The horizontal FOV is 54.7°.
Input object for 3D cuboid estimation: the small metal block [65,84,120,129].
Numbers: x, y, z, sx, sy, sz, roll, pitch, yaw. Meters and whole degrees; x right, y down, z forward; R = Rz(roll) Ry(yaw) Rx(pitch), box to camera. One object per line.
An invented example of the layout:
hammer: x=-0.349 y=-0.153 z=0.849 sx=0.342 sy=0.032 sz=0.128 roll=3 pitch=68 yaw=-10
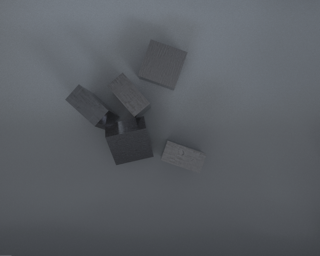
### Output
small metal block: x=-0.084 y=-0.025 z=0.394 sx=0.050 sy=0.050 sz=0.025 roll=41 pitch=90 yaw=10

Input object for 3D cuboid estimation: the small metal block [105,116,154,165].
small metal block: x=-0.039 y=0.017 z=0.398 sx=0.050 sy=0.025 sz=0.050 roll=-13 pitch=130 yaw=0

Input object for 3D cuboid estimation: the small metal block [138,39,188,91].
small metal block: x=0.004 y=-0.083 z=0.411 sx=0.050 sy=0.025 sz=0.050 roll=19 pitch=90 yaw=0

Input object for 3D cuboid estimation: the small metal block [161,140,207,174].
small metal block: x=0.029 y=0.035 z=0.399 sx=0.050 sy=0.050 sz=0.025 roll=19 pitch=90 yaw=0

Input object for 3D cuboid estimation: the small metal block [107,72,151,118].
small metal block: x=-0.038 y=-0.039 z=0.397 sx=0.025 sy=0.050 sz=0.050 roll=-41 pitch=89 yaw=-2
